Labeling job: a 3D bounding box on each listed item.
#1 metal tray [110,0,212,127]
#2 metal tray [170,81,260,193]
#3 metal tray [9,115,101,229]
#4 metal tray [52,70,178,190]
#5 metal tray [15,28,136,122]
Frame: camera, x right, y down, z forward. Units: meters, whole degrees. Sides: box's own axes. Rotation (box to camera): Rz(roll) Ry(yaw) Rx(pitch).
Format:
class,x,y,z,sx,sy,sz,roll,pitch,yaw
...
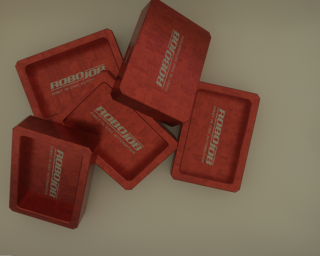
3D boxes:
class,x,y,z,sx,sy,sz,roll,pitch,yaw
metal tray,0.005,-0.077,0.373,0.090,0.030,0.130,25,70,-23
metal tray,0.071,0.011,0.408,0.091,0.030,0.129,13,90,-1
metal tray,-0.130,0.057,0.376,0.090,0.030,0.129,17,118,-1
metal tray,-0.053,0.004,0.385,0.090,0.030,0.130,-43,105,6
metal tray,-0.108,-0.064,0.406,0.131,0.030,0.090,-21,90,-1
